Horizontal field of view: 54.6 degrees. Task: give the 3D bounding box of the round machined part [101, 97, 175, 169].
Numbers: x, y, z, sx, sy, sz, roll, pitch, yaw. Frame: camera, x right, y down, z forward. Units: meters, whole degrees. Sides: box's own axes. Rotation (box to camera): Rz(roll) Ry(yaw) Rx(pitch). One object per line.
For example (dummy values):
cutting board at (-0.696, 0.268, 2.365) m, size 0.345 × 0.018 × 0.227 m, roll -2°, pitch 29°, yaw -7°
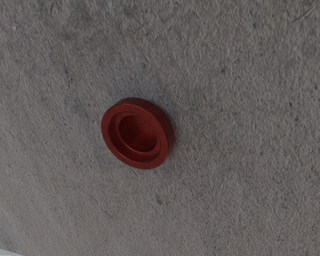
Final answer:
round machined part at (-0.025, 0.003, 0.412) m, size 0.098 × 0.042 × 0.097 m, roll 13°, pitch 124°, yaw 21°
